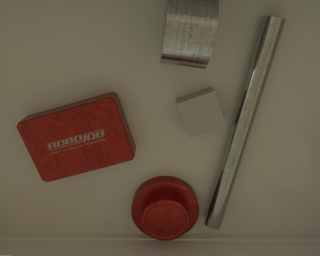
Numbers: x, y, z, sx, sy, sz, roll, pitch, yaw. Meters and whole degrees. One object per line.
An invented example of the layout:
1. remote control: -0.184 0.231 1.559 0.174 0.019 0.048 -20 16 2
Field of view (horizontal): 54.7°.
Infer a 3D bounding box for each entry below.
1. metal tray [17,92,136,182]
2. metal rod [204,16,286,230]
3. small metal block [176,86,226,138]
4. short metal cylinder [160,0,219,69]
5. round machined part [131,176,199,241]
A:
1. metal tray: -0.107 0.013 0.412 0.131 0.030 0.089 -15 110 5
2. metal rod: 0.107 0.007 0.415 0.025 0.025 0.298 10 110 -4
3. small metal block: 0.053 -0.021 0.405 0.050 0.025 0.050 -19 109 6
4. short metal cylinder: 0.030 -0.108 0.343 0.050 0.080 0.079 7 110 -3
5. round machined part: 0.008 0.122 0.448 0.099 0.042 0.097 0 110 -1
